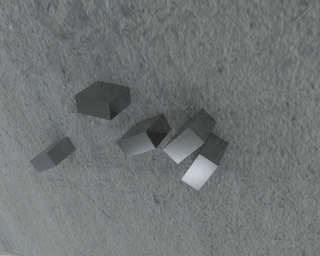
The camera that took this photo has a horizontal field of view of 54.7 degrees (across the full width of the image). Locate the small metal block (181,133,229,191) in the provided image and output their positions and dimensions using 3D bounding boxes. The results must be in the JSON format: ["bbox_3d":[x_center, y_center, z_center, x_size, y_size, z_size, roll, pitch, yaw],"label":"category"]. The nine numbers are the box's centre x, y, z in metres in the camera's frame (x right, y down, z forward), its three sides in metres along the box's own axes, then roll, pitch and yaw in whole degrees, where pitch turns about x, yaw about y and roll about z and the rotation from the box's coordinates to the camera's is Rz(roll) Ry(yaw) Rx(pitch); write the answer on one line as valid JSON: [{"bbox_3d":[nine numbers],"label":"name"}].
[{"bbox_3d":[0.056,0.042,0.386,0.025,0.050,0.050,33,129,6],"label":"small metal block"}]

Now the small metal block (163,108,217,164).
[{"bbox_3d":[0.037,0.009,0.376,0.025,0.050,0.050,44,129,-3],"label":"small metal block"}]

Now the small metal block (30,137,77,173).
[{"bbox_3d":[-0.175,0.044,0.507,0.050,0.050,0.025,-22,107,36],"label":"small metal block"}]

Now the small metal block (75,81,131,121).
[{"bbox_3d":[-0.074,-0.037,0.405,0.050,0.050,0.025,13,124,20],"label":"small metal block"}]

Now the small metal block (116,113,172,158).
[{"bbox_3d":[-0.020,0.010,0.406,0.050,0.050,0.025,-19,108,35],"label":"small metal block"}]
